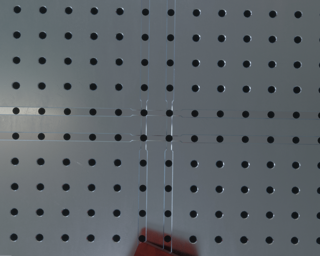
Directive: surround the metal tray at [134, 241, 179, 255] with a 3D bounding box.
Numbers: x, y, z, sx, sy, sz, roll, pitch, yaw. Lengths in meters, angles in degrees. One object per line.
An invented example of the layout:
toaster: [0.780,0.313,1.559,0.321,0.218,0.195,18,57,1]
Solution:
metal tray: [-0.008,0.222,0.387,0.090,0.030,0.130,21,75,9]
